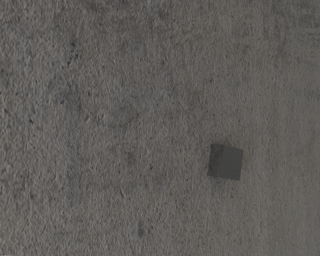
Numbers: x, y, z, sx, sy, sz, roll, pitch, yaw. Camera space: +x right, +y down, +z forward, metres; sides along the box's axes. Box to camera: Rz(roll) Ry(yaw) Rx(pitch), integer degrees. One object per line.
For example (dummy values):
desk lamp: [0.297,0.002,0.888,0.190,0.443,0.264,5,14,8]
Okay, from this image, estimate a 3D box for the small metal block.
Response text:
small metal block: [0.104,0.055,0.491,0.050,0.025,0.050,16,80,-39]
